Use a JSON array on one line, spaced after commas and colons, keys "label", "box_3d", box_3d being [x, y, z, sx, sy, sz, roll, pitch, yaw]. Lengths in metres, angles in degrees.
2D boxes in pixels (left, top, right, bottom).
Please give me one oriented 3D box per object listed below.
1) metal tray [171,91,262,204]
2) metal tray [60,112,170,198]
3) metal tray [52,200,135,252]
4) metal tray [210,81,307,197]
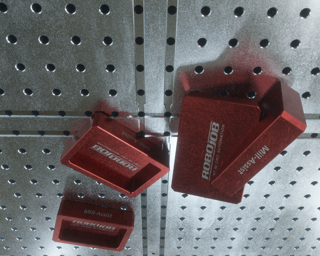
[{"label": "metal tray", "box_3d": [0.067, 0.025, 0.388, 0.090, 0.030, 0.129, 10, 110, 10]}, {"label": "metal tray", "box_3d": [-0.062, 0.044, 0.444, 0.130, 0.030, 0.090, 33, 123, -25]}, {"label": "metal tray", "box_3d": [-0.120, 0.179, 0.558, 0.131, 0.030, 0.089, 14, 129, -12]}, {"label": "metal tray", "box_3d": [0.115, 0.013, 0.378, 0.030, 0.090, 0.129, 34, 124, -3]}]
